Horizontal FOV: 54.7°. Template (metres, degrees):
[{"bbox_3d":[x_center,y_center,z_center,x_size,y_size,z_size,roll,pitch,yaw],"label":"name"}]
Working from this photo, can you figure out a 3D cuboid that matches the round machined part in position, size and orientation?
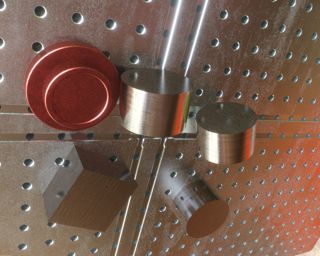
[{"bbox_3d":[-0.089,-0.039,0.328,0.099,0.042,0.097,-14,124,-21],"label":"round machined part"}]

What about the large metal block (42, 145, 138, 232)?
[{"bbox_3d":[-0.089,0.079,0.395,0.080,0.050,0.080,26,104,-37],"label":"large metal block"}]

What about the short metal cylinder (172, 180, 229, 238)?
[{"bbox_3d":[0.067,0.135,0.515,0.081,0.050,0.079,-14,124,-21],"label":"short metal cylinder"}]

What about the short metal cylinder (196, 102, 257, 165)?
[{"bbox_3d":[0.091,0.005,0.428,0.081,0.080,0.050,-19,126,-17],"label":"short metal cylinder"}]

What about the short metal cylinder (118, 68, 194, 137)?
[{"bbox_3d":[-0.006,-0.031,0.353,0.081,0.080,0.050,-6,121,-25],"label":"short metal cylinder"}]
